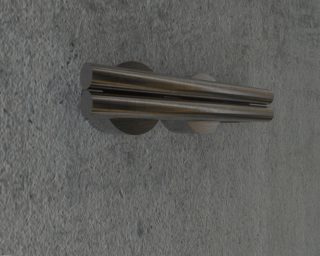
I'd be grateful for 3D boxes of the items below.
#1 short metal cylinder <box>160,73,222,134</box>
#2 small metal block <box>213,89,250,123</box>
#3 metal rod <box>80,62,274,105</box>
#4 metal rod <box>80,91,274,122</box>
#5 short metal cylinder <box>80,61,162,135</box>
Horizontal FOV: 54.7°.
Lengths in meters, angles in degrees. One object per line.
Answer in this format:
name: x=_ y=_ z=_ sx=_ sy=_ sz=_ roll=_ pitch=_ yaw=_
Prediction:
short metal cylinder: x=0.042 y=-0.032 z=0.425 sx=0.081 sy=0.050 sz=0.080 roll=0 pitch=90 yaw=-40
small metal block: x=0.111 y=-0.033 z=0.484 sx=0.025 sy=0.050 sz=0.050 roll=-2 pitch=91 yaw=-40
metal rod: x=0.048 y=-0.047 z=0.380 sx=0.302 sy=0.025 sz=0.025 roll=0 pitch=90 yaw=-40
metal rod: x=0.048 y=-0.021 z=0.380 sx=0.302 sy=0.025 sz=0.025 roll=0 pitch=90 yaw=-40
short metal cylinder: x=-0.042 y=-0.032 z=0.353 sx=0.081 sy=0.050 sz=0.080 roll=0 pitch=90 yaw=-40
